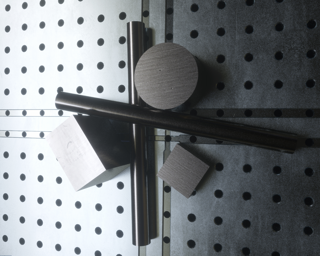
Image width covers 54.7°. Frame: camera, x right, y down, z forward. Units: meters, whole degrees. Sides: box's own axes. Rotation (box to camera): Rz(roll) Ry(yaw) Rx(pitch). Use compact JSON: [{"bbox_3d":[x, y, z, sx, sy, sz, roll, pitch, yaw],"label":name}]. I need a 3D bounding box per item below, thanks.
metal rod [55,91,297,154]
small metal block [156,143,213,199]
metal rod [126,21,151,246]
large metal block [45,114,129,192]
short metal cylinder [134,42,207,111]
[{"bbox_3d":[0.010,-0.009,0.388,0.301,0.025,0.025,11,94,11],"label":"metal rod"},{"bbox_3d":[0.032,0.054,0.401,0.050,0.025,0.050,35,101,16],"label":"small metal block"},{"bbox_3d":[-0.029,0.007,0.422,0.025,0.025,0.298,-2,89,19],"label":"metal rod"},{"bbox_3d":[-0.090,0.030,0.413,0.050,0.080,0.080,-36,79,16],"label":"large metal block"},{"bbox_3d":[0.015,-0.062,0.393,0.080,0.050,0.079,0,90,19],"label":"short metal cylinder"}]
